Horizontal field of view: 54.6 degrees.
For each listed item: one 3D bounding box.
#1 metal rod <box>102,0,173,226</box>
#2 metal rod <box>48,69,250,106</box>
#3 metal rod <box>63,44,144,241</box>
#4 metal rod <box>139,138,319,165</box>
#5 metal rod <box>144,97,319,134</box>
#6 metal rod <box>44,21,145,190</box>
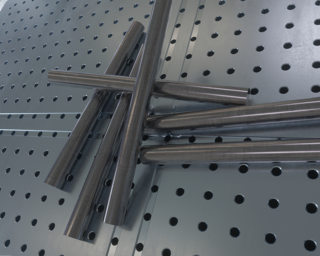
[{"bbox_3d":[-0.025,-0.030,0.395,0.025,0.025,0.299,7,79,31],"label":"metal rod"},{"bbox_3d":[-0.031,-0.058,0.432,0.301,0.025,0.025,9,66,22],"label":"metal rod"},{"bbox_3d":[-0.063,0.004,0.439,0.025,0.025,0.300,5,64,30],"label":"metal rod"},{"bbox_3d":[0.115,0.025,0.332,0.300,0.025,0.025,-4,60,26],"label":"metal rod"},{"bbox_3d":[0.109,-0.015,0.360,0.300,0.025,0.025,-5,60,25],"label":"metal rod"},{"bbox_3d":[-0.095,-0.047,0.488,0.025,0.025,0.300,11,67,33],"label":"metal rod"}]
